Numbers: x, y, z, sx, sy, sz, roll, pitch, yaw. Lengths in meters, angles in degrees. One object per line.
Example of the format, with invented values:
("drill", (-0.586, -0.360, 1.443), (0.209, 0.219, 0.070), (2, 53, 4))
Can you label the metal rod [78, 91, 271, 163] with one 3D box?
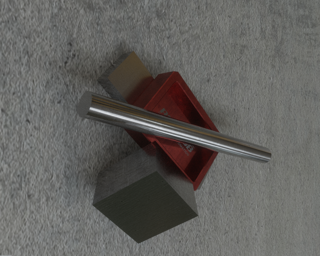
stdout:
("metal rod", (0.045, 0.010, 0.374), (0.302, 0.025, 0.025), (16, 80, -39))

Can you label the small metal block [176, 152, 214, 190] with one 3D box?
("small metal block", (0.045, 0.053, 0.446), (0.050, 0.025, 0.050), (46, 62, -31))

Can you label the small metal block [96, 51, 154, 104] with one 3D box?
("small metal block", (-0.039, -0.056, 0.375), (0.050, 0.025, 0.050), (52, 59, -28))

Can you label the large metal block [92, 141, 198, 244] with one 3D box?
("large metal block", (-0.015, 0.074, 0.349), (0.080, 0.080, 0.050), (51, 18, -28))

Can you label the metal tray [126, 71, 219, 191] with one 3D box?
("metal tray", (0.022, 0.006, 0.390), (0.130, 0.030, 0.090), (51, 60, -28))
